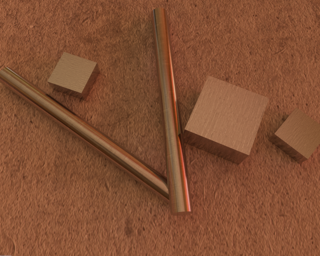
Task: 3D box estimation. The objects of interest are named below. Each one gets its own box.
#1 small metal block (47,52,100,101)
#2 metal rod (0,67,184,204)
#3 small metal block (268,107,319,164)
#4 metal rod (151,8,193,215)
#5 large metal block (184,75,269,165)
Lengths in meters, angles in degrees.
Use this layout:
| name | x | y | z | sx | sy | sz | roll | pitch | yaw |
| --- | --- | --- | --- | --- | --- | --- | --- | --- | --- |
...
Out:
| name | x | y | z | sx | sy | sz | roll | pitch | yaw |
| --- | --- | --- | --- | --- | --- | --- | --- | --- | --- |
| small metal block | -0.119 | -0.072 | 0.433 | 0.050 | 0.025 | 0.050 | 19 | 71 | 6 |
| metal rod | -0.093 | 0.008 | 0.404 | 0.301 | 0.025 | 0.025 | 34 | 73 | 11 |
| small metal block | 0.181 | 0.010 | 0.407 | 0.050 | 0.025 | 0.050 | 40 | 74 | 13 |
| metal rod | 0.012 | -0.039 | 0.407 | 0.025 | 0.025 | 0.299 | -4 | 65 | -2 |
| large metal block | 0.082 | -0.009 | 0.399 | 0.080 | 0.050 | 0.080 | 22 | 71 | 7 |
